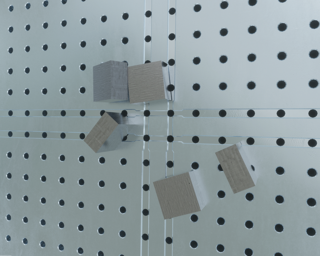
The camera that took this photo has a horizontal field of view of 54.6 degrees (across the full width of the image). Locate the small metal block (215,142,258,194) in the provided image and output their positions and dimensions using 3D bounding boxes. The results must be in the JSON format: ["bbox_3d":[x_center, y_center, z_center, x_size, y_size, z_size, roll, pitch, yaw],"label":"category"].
[{"bbox_3d":[0.092,0.045,0.367,0.025,0.050,0.050,-26,81,18],"label":"small metal block"}]

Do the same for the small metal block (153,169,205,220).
[{"bbox_3d":[0.025,0.086,0.404,0.050,0.025,0.050,-19,84,19],"label":"small metal block"}]

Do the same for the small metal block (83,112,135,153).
[{"bbox_3d":[-0.068,0.006,0.424,0.025,0.050,0.050,43,103,15],"label":"small metal block"}]

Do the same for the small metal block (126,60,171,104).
[{"bbox_3d":[-0.015,-0.060,0.418,0.050,0.025,0.050,-7,88,20],"label":"small metal block"}]

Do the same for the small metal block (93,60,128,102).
[{"bbox_3d":[-0.069,-0.062,0.425,0.050,0.025,0.050,-1,90,51],"label":"small metal block"}]
